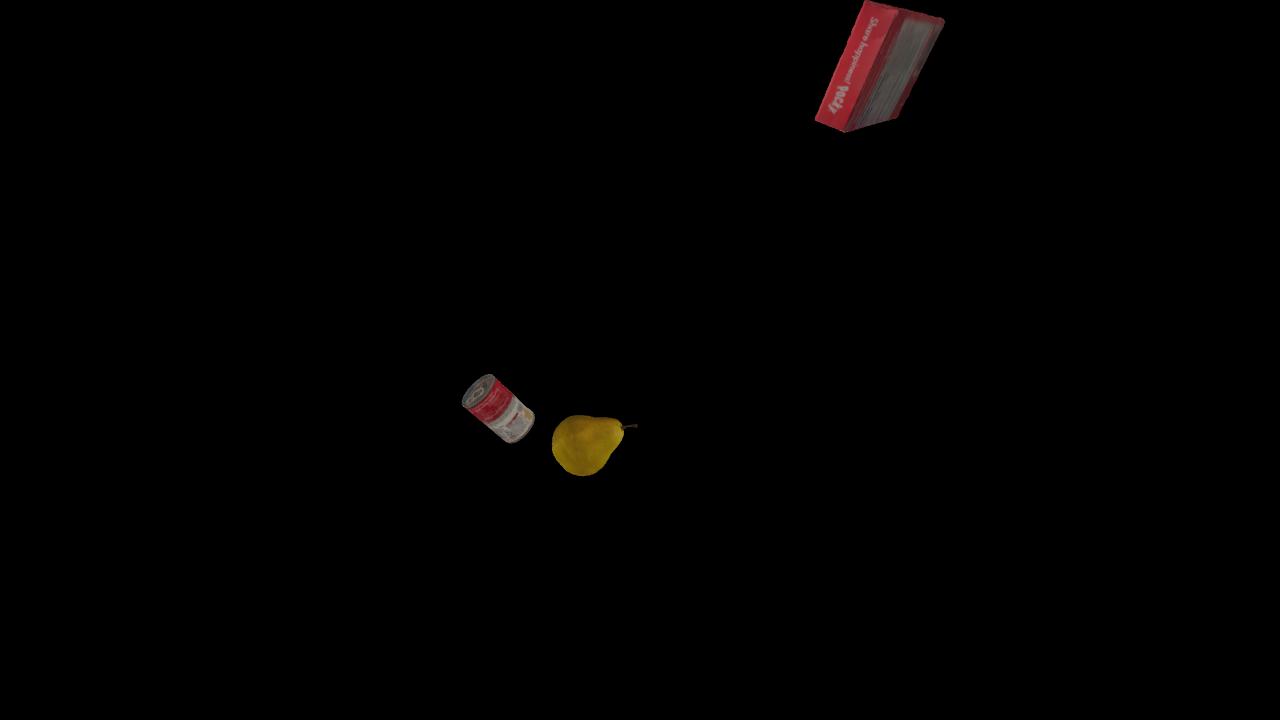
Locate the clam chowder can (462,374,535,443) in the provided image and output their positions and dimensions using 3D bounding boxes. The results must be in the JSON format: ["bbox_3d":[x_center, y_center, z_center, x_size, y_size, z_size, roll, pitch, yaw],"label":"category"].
[{"bbox_3d":[-0.227,0.080,0.994,0.068,0.068,0.102,0,-40,48],"label":"clam chowder can"}]

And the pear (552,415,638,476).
[{"bbox_3d":[-0.058,0.098,0.784,0.111,0.080,0.080,-35,-15,23],"label":"pear"}]

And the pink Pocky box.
[{"bbox_3d":[0.193,-0.232,0.489,0.029,0.084,0.155,33,38,20],"label":"pink Pocky box"}]
